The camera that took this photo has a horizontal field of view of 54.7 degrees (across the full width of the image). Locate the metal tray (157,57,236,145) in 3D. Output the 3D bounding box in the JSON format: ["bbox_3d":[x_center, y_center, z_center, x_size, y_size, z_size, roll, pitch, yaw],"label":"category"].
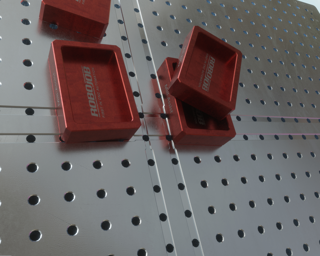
[{"bbox_3d":[0.053,-0.040,0.459,0.091,0.030,0.130,3,60,-27],"label":"metal tray"}]

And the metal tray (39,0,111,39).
[{"bbox_3d":[-0.121,-0.202,0.464,0.091,0.030,0.130,13,56,-22],"label":"metal tray"}]

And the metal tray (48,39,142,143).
[{"bbox_3d":[-0.084,-0.048,0.390,0.091,0.030,0.130,-3,63,-30],"label":"metal tray"}]

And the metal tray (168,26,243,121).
[{"bbox_3d":[0.071,-0.084,0.457,0.090,0.030,0.130,27,52,-12],"label":"metal tray"}]
